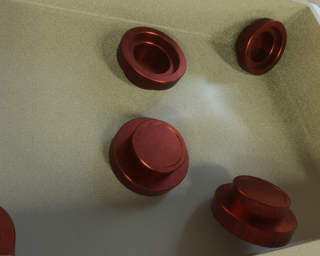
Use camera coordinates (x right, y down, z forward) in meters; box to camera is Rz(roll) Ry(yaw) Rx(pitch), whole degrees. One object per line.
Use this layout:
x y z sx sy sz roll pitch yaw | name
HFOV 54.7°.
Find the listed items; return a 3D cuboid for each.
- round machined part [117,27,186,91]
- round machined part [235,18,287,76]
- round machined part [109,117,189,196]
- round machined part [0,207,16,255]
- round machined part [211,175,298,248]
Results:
-0.015 -0.094 0.443 0.099 0.042 0.098 14 56 -21 | round machined part
0.175 -0.147 0.554 0.099 0.097 0.042 -7 32 -31 | round machined part
-0.008 0.029 0.373 0.099 0.042 0.098 14 56 -21 | round machined part
-0.163 0.100 0.231 0.099 0.042 0.098 13 34 -9 | round machined part
0.114 0.091 0.368 0.099 0.042 0.098 14 18 -4 | round machined part
